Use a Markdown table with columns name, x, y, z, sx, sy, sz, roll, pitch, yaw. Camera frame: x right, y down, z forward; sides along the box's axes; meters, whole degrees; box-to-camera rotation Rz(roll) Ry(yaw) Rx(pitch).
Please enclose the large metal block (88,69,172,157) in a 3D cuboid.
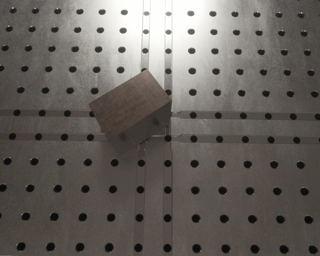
| name | x | y | z | sx | sy | sz | roll | pitch | yaw |
| --- | --- | --- | --- | --- | --- | --- | --- | --- | --- |
| large metal block | -0.034 | -0.016 | 0.388 | 0.080 | 0.080 | 0.050 | -33 | 74 | -12 |
